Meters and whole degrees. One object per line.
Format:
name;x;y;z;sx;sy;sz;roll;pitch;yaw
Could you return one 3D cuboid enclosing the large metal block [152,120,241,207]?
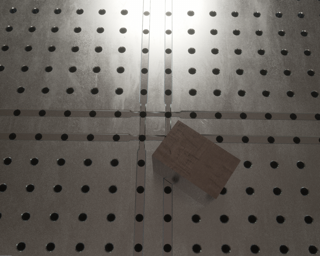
large metal block;0.039;0.045;0.367;0.080;0.080;0.050;34;73;11
